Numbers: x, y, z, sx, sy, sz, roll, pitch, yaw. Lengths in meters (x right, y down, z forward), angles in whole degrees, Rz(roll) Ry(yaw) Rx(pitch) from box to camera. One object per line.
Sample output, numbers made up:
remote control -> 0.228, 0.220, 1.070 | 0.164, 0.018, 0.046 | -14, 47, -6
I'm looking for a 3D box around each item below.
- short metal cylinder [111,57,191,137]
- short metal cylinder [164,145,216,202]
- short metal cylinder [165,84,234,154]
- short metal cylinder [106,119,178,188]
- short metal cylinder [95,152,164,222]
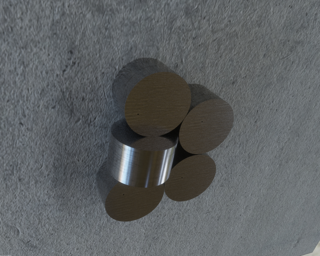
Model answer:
short metal cylinder -> -0.011, -0.036, 0.363 | 0.081, 0.050, 0.079 | -13, 124, -20
short metal cylinder -> 0.032, 0.058, 0.445 | 0.081, 0.050, 0.079 | -13, 124, -20
short metal cylinder -> 0.049, -0.012, 0.411 | 0.081, 0.050, 0.079 | -14, 125, -21
short metal cylinder -> -0.022, 0.027, 0.377 | 0.081, 0.080, 0.050 | -3, 120, -27
short metal cylinder -> -0.041, 0.078, 0.418 | 0.081, 0.050, 0.079 | -13, 124, -20
